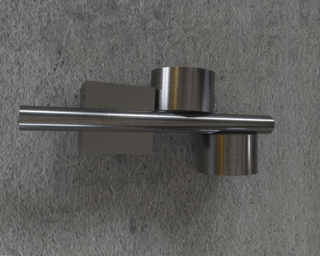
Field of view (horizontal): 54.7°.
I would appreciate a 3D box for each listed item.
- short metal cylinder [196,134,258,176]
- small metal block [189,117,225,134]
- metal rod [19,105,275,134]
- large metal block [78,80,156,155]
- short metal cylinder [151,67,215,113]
[{"bbox_3d":[0.089,0.033,0.415,0.081,0.080,0.050,0,90,-20],"label":"short metal cylinder"},{"bbox_3d":[0.052,-0.005,0.416,0.050,0.050,0.025,1,90,-20],"label":"small metal block"},{"bbox_3d":[0.004,-0.007,0.358,0.303,0.025,0.025,1,90,-22],"label":"metal rod"},{"bbox_3d":[-0.054,-0.010,0.374,0.081,0.050,0.079,3,89,-20],"label":"large metal block"},{"bbox_3d":[0.028,-0.045,0.393,0.081,0.080,0.050,2,90,-20],"label":"short metal cylinder"}]
